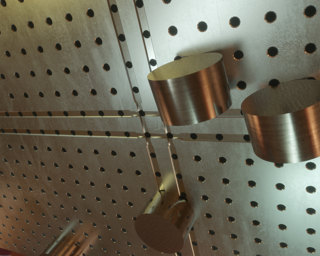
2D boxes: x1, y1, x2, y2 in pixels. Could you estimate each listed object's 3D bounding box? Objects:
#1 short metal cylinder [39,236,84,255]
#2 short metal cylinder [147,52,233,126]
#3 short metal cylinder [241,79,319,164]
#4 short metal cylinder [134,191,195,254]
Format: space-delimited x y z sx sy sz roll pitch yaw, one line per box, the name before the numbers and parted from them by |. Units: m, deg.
short metal cylinder | -0.217 0.286 0.683 0.080 0.050 0.079 13 124 20
short metal cylinder | 0.032 -0.043 0.331 0.080 0.080 0.050 -5 116 30
short metal cylinder | 0.126 -0.008 0.304 0.080 0.080 0.050 -8 114 31
short metal cylinder | 0.008 0.146 0.480 0.080 0.050 0.079 13 124 20
